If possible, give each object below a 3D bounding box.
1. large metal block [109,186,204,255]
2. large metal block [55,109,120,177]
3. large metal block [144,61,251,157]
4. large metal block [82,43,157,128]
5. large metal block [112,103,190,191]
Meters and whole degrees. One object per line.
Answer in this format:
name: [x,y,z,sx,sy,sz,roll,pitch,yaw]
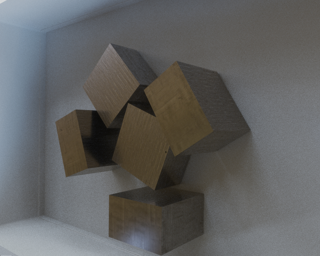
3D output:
large metal block: [-0.004,0.104,0.371,0.080,0.081,0.050,1,91,39]
large metal block: [-0.093,0.021,0.444,0.050,0.081,0.080,-24,75,37]
large metal block: [0.041,-0.019,0.333,0.050,0.081,0.080,-38,67,33]
large metal block: [-0.052,-0.056,0.429,0.080,0.050,0.080,-49,61,28]
large metal block: [-0.007,0.021,0.393,0.080,0.050,0.079,28,108,36]
